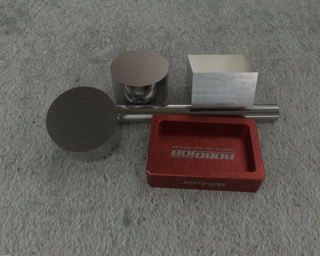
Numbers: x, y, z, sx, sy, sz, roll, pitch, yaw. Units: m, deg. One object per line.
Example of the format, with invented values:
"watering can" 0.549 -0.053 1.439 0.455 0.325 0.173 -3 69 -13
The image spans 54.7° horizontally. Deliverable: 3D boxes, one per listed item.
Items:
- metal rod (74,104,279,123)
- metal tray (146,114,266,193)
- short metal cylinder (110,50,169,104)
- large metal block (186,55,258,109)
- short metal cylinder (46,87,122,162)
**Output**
"metal rod" 0.008 -0.019 0.422 0.302 0.025 0.025 -1 50 -1
"metal tray" 0.053 0.028 0.377 0.131 0.030 0.090 3 50 2
"short metal cylinder" -0.028 -0.068 0.446 0.081 0.050 0.080 0 49 0
"large metal block" 0.080 -0.066 0.428 0.081 0.050 0.080 0 29 -1
"short metal cylinder" -0.089 -0.003 0.374 0.081 0.050 0.080 0 71 -1
